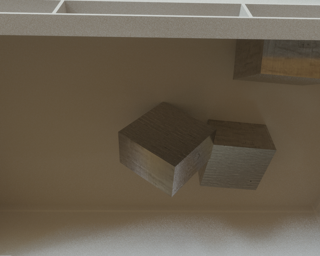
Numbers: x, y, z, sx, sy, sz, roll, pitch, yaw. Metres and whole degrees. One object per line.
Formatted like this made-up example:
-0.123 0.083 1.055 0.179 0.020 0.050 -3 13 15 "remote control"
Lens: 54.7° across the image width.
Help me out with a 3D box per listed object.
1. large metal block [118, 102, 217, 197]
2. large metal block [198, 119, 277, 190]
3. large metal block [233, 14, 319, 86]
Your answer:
0.008 0.022 0.370 0.080 0.080 0.050 29 136 27 "large metal block"
0.100 0.038 0.427 0.081 0.050 0.079 5 130 -5 "large metal block"
0.125 -0.072 0.305 0.081 0.080 0.050 4 95 -4 "large metal block"
